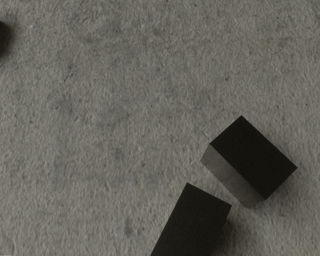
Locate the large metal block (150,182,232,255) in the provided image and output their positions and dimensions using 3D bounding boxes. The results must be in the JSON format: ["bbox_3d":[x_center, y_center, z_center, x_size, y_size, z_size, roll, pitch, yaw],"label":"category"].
[{"bbox_3d":[0.031,0.113,0.338,0.050,0.080,0.080,26,72,9],"label":"large metal block"}]

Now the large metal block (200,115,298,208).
[{"bbox_3d":[0.098,0.042,0.365,0.050,0.080,0.080,-40,75,-13],"label":"large metal block"}]
